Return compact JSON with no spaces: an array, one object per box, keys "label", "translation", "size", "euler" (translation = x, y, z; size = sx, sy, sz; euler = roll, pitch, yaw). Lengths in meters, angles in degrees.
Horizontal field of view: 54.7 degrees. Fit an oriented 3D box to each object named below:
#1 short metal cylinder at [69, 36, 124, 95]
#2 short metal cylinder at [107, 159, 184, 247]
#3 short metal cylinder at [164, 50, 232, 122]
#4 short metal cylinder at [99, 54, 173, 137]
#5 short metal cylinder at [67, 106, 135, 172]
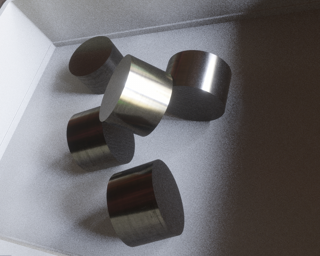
[{"label":"short metal cylinder","translation":[-0.099,-0.101,0.502],"size":[0.080,0.050,0.080],"euler":[-13,56,20]},{"label":"short metal cylinder","translation":[-0.013,0.079,0.328],"size":[0.050,0.080,0.080],"euler":[-20,54,16]},{"label":"short metal cylinder","translation":[0.043,-0.049,0.377],"size":[0.080,0.080,0.050],"euler":[2,63,29]},{"label":"short metal cylinder","translation":[-0.029,-0.036,0.350],"size":[0.080,0.050,0.080],"euler":[-47,31,40]},{"label":"short metal cylinder","translation":[-0.074,0.013,0.400],"size":[0.050,0.080,0.080],"euler":[-16,56,19]}]
